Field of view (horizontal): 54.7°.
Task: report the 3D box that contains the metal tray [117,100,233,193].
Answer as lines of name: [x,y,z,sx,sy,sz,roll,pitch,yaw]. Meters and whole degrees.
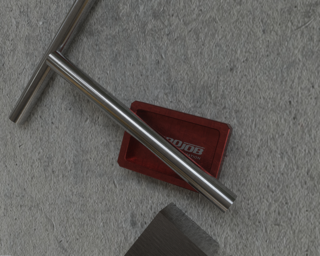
metal tray: [0.017,0.023,0.399,0.130,0.030,0.089,16,95,18]

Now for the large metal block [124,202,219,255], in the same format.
large metal block: [0.014,0.155,0.390,0.080,0.050,0.080,40,102,15]

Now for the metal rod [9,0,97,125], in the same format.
metal rod: [-0.142,-0.133,0.457,0.025,0.025,0.299,38,102,16]

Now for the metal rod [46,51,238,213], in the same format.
metal rod: [-0.033,-0.005,0.387,0.300,0.025,0.025,39,102,15]
